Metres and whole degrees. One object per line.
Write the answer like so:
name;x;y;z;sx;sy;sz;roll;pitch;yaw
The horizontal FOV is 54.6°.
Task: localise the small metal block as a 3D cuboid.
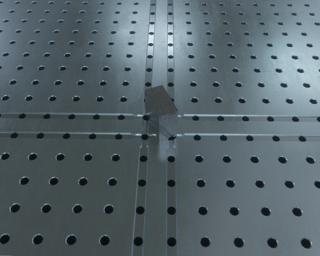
small metal block;0.001;-0.019;0.408;0.025;0.050;0.050;-18;53;-14
